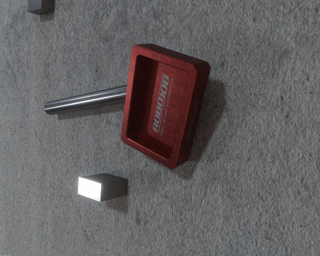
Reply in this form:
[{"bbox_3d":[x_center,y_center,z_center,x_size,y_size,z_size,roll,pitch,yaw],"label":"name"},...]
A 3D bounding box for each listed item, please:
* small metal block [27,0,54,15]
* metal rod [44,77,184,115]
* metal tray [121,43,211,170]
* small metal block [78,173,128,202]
[{"bbox_3d":[-0.225,-0.245,0.587,0.050,0.025,0.050,9,96,39],"label":"small metal block"},{"bbox_3d":[-0.084,-0.046,0.471,0.300,0.025,0.025,-5,87,39],"label":"metal rod"},{"bbox_3d":[0.002,-0.026,0.372,0.090,0.030,0.129,26,120,29],"label":"metal tray"},{"bbox_3d":[-0.084,0.086,0.455,0.050,0.050,0.025,6,94,39],"label":"small metal block"}]
